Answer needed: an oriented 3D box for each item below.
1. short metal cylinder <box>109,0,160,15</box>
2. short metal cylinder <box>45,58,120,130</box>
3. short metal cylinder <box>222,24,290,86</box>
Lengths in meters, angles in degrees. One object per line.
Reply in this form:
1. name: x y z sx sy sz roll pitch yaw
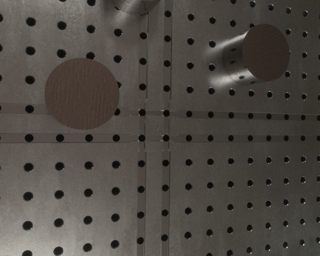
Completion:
1. short metal cylinder: -0.028 -0.190 0.390 0.081 0.050 0.079 0 90 -20
2. short metal cylinder: -0.093 -0.038 0.365 0.081 0.050 0.079 0 90 -21
3. short metal cylinder: 0.139 -0.105 0.452 0.081 0.050 0.079 0 90 -21
